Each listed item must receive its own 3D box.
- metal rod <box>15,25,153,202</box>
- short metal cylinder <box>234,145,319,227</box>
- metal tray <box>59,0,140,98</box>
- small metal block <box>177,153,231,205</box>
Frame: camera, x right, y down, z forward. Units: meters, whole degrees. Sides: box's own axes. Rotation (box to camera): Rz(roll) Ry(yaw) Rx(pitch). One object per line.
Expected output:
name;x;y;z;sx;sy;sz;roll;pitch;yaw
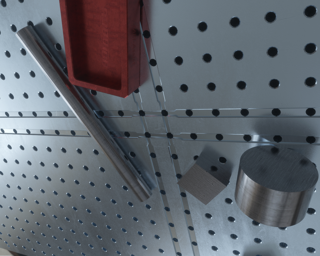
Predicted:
metal rod;-0.104;-0.013;0.456;0.025;0.025;0.299;-25;105;36
short metal cylinder;0.128;0.063;0.347;0.080;0.080;0.050;13;124;20
metal tray;-0.072;-0.108;0.376;0.090;0.030;0.129;16;125;18
small metal block;0.060;0.070;0.422;0.050;0.025;0.050;37;129;3
